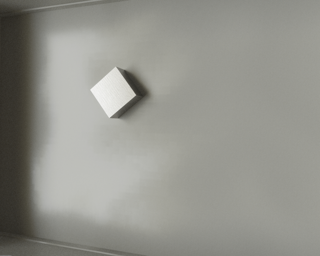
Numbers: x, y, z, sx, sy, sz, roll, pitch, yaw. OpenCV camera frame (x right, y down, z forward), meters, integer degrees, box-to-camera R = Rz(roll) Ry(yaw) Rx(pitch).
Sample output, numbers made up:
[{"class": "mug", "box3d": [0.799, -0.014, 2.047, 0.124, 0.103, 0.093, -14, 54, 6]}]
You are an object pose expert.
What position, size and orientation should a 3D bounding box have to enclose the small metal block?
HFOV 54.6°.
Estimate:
[{"class": "small metal block", "box3d": [-0.060, -0.048, 0.432, 0.050, 0.025, 0.050, -39, 78, 16]}]
